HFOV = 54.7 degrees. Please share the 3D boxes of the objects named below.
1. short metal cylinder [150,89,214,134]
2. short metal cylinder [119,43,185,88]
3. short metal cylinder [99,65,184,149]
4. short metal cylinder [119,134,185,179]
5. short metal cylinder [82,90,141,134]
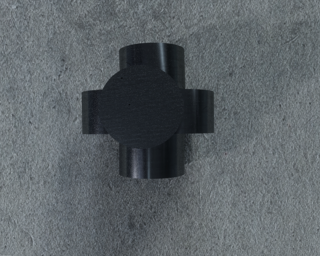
[{"bbox_3d":[0.026,-0.019,0.384,0.081,0.080,0.050,0,90,-1],"label":"short metal cylinder"},{"bbox_3d":[-0.009,-0.070,0.383,0.081,0.080,0.050,-2,90,-1],"label":"short metal cylinder"},{"bbox_3d":[-0.018,-0.020,0.318,0.081,0.050,0.079,0,90,-1],"label":"short metal cylinder"},{"bbox_3d":[-0.010,0.031,0.383,0.081,0.080,0.050,0,90,-1],"label":"short metal cylinder"},{"bbox_3d":[-0.055,-0.018,0.383,0.081,0.080,0.050,-1,90,-1],"label":"short metal cylinder"}]
